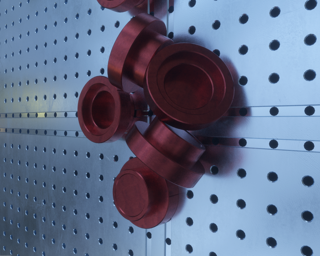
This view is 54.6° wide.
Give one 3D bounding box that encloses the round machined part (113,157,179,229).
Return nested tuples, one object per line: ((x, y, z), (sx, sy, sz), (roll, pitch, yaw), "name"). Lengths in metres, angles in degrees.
((-0.026, 0.088, 0.421), (0.098, 0.042, 0.097), (0, 90, 40), "round machined part")

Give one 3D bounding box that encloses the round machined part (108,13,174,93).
((-0.017, -0.086, 0.382), (0.042, 0.098, 0.097), (30, 110, 14), "round machined part")

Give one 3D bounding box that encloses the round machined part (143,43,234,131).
((0.030, -0.043, 0.350), (0.042, 0.099, 0.098), (124, 130, -67), "round machined part")

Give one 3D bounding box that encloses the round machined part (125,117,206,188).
((0.013, 0.020, 0.354), (0.098, 0.098, 0.042), (43, 103, 32), "round machined part")

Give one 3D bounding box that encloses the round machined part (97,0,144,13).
((-0.048, -0.213, 0.439), (0.098, 0.042, 0.097), (0, 90, 40), "round machined part")

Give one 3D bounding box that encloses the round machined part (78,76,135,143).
((-0.076, -0.027, 0.463), (0.098, 0.042, 0.097), (0, 90, 40), "round machined part")
